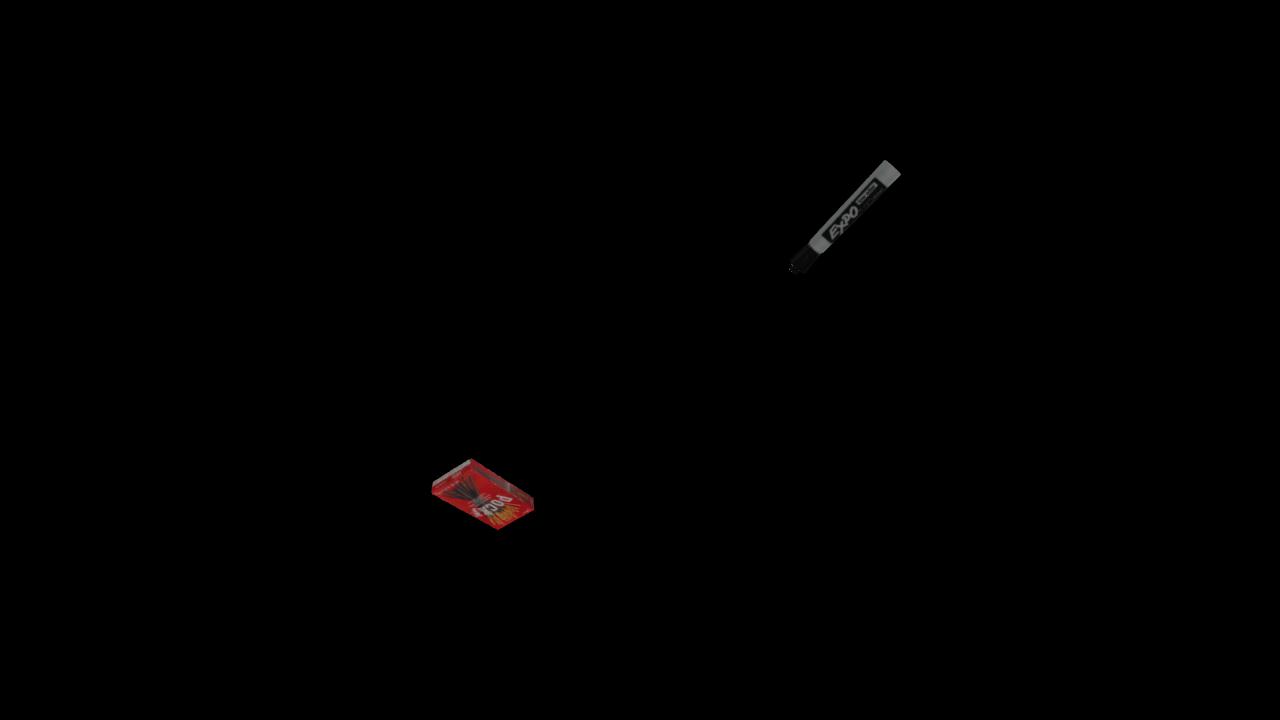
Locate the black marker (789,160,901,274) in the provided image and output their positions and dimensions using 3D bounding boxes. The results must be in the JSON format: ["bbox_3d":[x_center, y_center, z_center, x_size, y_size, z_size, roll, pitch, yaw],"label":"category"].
[{"bbox_3d":[0.178,-0.123,0.547,0.121,0.020,0.020,-48,-26,26],"label":"black marker"}]

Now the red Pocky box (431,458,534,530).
[{"bbox_3d":[-0.250,0.221,0.998,0.083,0.028,0.155,-32,-49,14],"label":"red Pocky box"}]
